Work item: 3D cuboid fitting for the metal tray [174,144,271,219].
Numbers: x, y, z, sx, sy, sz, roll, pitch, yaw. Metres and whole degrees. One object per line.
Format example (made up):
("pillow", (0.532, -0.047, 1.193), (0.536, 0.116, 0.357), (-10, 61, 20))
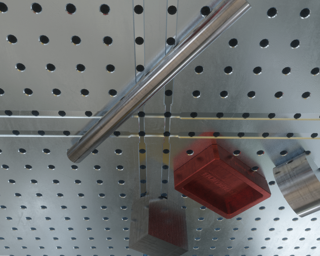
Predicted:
("metal tray", (0.097, 0.088, 0.485), (0.130, 0.030, 0.090), (34, 122, -26))

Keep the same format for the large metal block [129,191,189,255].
("large metal block", (-0.002, 0.164, 0.516), (0.080, 0.080, 0.050), (31, 123, -24))

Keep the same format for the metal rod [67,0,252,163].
("metal rod", (-0.020, -0.044, 0.373), (0.025, 0.025, 0.299), (35, 122, -27))

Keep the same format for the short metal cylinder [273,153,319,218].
("short metal cylinder", (0.209, 0.082, 0.449), (0.050, 0.080, 0.080), (-35, 122, 25))
